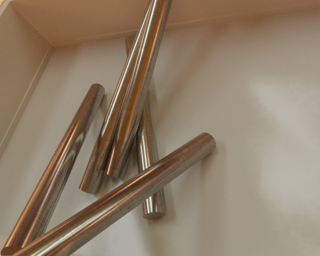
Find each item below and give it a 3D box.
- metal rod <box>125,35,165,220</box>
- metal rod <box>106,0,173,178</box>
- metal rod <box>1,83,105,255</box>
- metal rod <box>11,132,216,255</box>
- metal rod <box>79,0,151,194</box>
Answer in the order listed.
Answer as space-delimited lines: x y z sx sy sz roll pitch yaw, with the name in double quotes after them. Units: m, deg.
-0.026 -0.023 0.432 0.025 0.025 0.299 -20 54 16 "metal rod"
-0.018 -0.083 0.388 0.025 0.025 0.298 19 95 35 "metal rod"
-0.106 0.020 0.369 0.025 0.025 0.300 -21 29 15 "metal rod"
-0.046 0.072 0.273 0.025 0.025 0.302 24 38 36 "metal rod"
-0.043 -0.058 0.412 0.025 0.025 0.299 18 87 34 "metal rod"
